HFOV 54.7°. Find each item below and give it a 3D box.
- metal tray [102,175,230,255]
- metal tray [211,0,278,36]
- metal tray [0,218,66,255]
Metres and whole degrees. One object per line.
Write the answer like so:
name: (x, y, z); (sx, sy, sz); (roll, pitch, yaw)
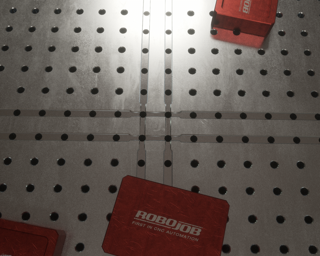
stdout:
metal tray: (0.008, 0.116, 0.367); (0.131, 0.030, 0.090); (14, 70, 4)
metal tray: (0.138, -0.214, 0.488); (0.090, 0.030, 0.130); (13, 70, 4)
metal tray: (-0.185, 0.150, 0.351); (0.131, 0.030, 0.090); (10, 70, 3)
